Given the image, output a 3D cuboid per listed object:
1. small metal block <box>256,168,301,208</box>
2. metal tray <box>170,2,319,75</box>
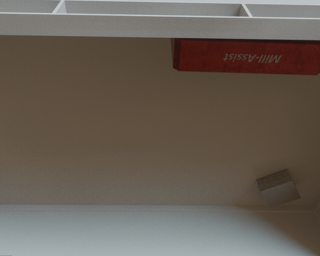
[{"bbox_3d":[0.190,0.097,0.495,0.050,0.025,0.050,-25,126,19],"label":"small metal block"},{"bbox_3d":[0.077,-0.087,0.293,0.131,0.090,0.030,1,130,-2],"label":"metal tray"}]
